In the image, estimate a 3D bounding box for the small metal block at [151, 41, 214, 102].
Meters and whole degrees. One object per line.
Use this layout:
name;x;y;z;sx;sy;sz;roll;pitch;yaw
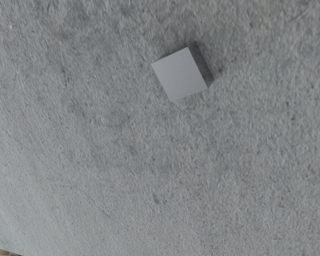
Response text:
small metal block;0.026;-0.063;0.353;0.050;0.025;0.050;-18;110;34
